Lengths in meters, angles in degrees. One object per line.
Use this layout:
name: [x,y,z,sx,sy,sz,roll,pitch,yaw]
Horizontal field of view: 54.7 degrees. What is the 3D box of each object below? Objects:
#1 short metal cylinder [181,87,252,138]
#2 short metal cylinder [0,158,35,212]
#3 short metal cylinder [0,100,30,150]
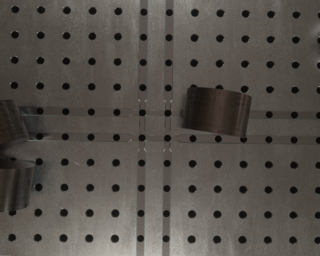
short metal cylinder: [0.070,-0.018,0.387,0.080,0.080,0.050,9,90,-1]
short metal cylinder: [-0.201,0.068,0.383,0.081,0.080,0.050,7,90,-1]
short metal cylinder: [-0.211,0.002,0.383,0.080,0.080,0.050,-20,90,0]
